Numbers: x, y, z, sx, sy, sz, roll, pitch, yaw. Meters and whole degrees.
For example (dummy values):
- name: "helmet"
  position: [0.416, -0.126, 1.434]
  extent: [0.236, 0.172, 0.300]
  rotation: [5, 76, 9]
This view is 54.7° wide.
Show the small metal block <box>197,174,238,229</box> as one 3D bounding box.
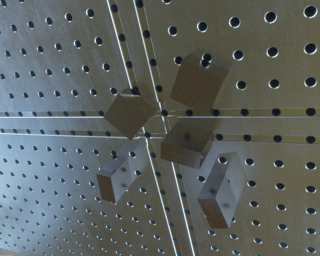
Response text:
- name: "small metal block"
  position: [0.078, 0.097, 0.413]
  extent: [0.025, 0.050, 0.050]
  rotation: [-13, 112, 33]

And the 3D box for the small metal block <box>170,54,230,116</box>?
- name: "small metal block"
  position: [0.045, -0.050, 0.356]
  extent: [0.050, 0.025, 0.050]
  rotation: [26, 128, 11]

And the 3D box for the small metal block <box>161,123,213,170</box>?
- name: "small metal block"
  position: [0.034, 0.021, 0.389]
  extent: [0.050, 0.050, 0.025]
  rotation: [14, 124, 20]

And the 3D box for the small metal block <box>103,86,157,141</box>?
- name: "small metal block"
  position: [-0.041, -0.019, 0.420]
  extent: [0.050, 0.025, 0.050]
  rotation: [41, 129, -1]

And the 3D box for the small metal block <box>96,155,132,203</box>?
- name: "small metal block"
  position: [-0.069, 0.078, 0.478]
  extent: [0.025, 0.050, 0.050]
  rotation: [8, 122, 23]
